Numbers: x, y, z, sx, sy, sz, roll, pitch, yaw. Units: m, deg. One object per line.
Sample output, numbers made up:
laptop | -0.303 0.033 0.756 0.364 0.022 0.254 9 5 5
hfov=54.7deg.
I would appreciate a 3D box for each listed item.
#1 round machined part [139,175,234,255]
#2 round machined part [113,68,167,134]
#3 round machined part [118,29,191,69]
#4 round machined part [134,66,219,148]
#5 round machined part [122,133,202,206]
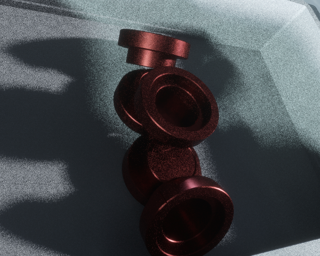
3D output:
round machined part | 0.025 0.091 0.329 0.099 0.097 0.042 6 21 -26
round machined part | -0.009 -0.040 0.414 0.099 0.042 0.098 14 56 -21
round machined part | -0.010 -0.104 0.429 0.099 0.098 0.042 7 101 -25
round machined part | 0.016 -0.020 0.360 0.099 0.042 0.098 14 56 -21
round machined part | 0.008 0.046 0.370 0.099 0.042 0.098 14 56 -21
